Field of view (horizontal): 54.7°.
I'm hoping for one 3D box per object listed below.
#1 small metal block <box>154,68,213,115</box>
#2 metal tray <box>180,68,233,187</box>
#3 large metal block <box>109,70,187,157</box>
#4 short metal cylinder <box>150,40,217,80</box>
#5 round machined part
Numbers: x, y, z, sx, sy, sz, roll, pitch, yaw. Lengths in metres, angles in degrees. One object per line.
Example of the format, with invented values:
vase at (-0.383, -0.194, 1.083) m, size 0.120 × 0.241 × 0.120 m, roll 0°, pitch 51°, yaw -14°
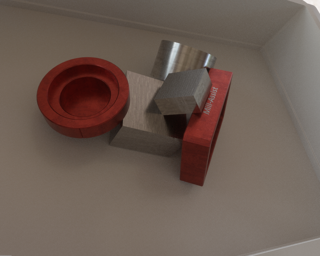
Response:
small metal block at (0.028, -0.042, 0.364) m, size 0.025 × 0.050 × 0.050 m, roll 61°, pitch 41°, yaw -36°
metal tray at (0.060, -0.003, 0.396) m, size 0.030 × 0.089 × 0.130 m, roll 15°, pitch 50°, yaw 13°
large metal block at (-0.014, -0.016, 0.391) m, size 0.081 × 0.050 × 0.080 m, roll 14°, pitch 56°, yaw -21°
short metal cylinder at (0.032, -0.085, 0.431) m, size 0.081 × 0.080 × 0.050 m, roll 15°, pitch 100°, yaw -20°
round machined part at (-0.083, -0.030, 0.352) m, size 0.099 × 0.042 × 0.098 m, roll 1°, pitch 59°, yaw -2°
